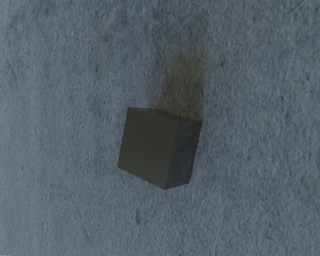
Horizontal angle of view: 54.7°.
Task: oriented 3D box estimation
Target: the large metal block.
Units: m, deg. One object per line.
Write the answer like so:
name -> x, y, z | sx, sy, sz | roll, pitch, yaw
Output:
large metal block -> -0.002, 0.022, 0.388 | 0.080, 0.050, 0.079 | 18, 101, 38
